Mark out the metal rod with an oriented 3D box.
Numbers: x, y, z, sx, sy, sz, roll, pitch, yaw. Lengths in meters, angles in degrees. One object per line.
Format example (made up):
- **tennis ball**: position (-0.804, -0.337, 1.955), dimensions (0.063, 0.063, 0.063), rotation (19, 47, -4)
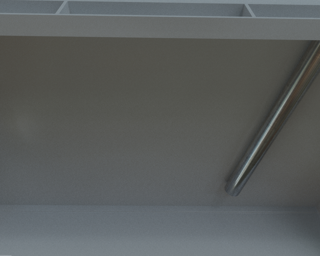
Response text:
- **metal rod**: position (0.151, -0.012, 0.399), dimensions (0.025, 0.025, 0.298), rotation (11, 129, -9)
